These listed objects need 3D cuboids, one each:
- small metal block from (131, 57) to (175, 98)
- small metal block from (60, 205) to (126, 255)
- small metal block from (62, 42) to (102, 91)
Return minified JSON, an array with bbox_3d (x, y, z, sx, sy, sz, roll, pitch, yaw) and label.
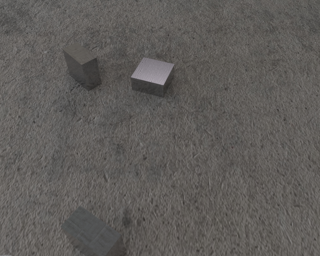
[{"bbox_3d":[-0.010,-0.077,0.468,0.050,0.025,0.050,16,52,12],"label":"small metal block"},{"bbox_3d":[-0.062,0.108,0.296,0.050,0.050,0.025,28,55,21],"label":"small metal block"},{"bbox_3d":[-0.116,-0.092,0.463,0.025,0.050,0.050,-35,59,-26],"label":"small metal block"}]
